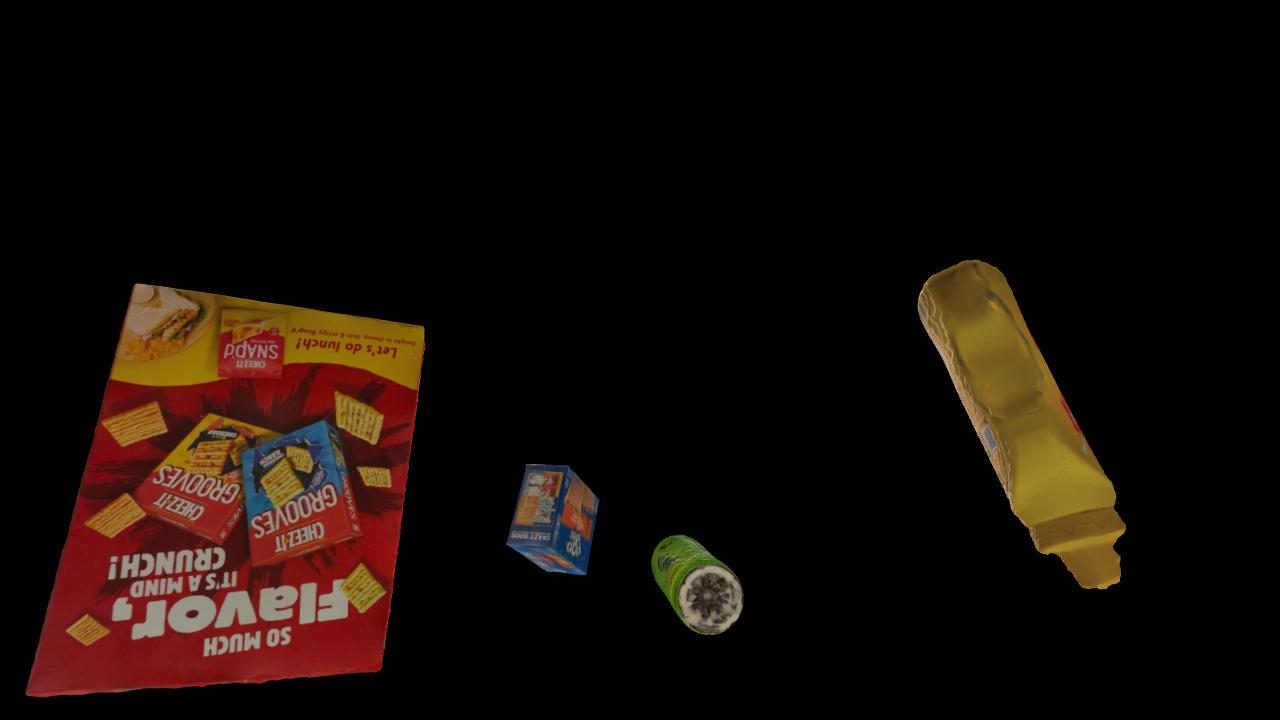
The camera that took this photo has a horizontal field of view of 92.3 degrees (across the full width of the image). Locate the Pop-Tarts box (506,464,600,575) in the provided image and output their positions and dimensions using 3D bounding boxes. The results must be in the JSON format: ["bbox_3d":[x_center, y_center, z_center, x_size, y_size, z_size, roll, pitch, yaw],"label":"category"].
[{"bbox_3d":[-0.144,0.278,1.065,0.083,0.141,0.167,-2,-33,18],"label":"Pop-Tarts box"}]

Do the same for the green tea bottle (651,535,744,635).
[{"bbox_3d":[0.052,0.240,0.690,0.073,0.073,0.212,0,-6,-10],"label":"green tea bottle"}]

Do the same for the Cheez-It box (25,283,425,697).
[{"bbox_3d":[-0.236,0.077,0.387,0.166,0.223,0.071,8,-17,-25],"label":"Cheez-It box"}]

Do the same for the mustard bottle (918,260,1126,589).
[{"bbox_3d":[0.221,0.037,0.356,0.054,0.184,0.092,-22,-30,21],"label":"mustard bottle"}]
